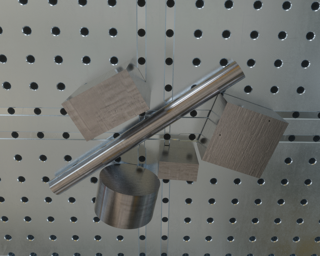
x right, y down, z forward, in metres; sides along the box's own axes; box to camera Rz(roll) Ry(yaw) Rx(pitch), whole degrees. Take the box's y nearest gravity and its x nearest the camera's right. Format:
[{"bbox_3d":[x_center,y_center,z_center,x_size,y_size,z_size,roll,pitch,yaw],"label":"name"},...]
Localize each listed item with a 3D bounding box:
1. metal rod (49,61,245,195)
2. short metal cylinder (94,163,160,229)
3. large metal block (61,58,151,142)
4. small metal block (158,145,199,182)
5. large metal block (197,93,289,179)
[{"bbox_3d":[-0.025,0.005,0.414,0.300,0.025,0.025,-32,107,11],"label":"metal rod"},{"bbox_3d":[-0.044,0.089,0.416,0.081,0.080,0.050,11,110,-5],"label":"short metal cylinder"},{"bbox_3d":[-0.059,-0.037,0.370,0.080,0.080,0.050,-27,108,9],"label":"large metal block"},{"bbox_3d":[0.023,0.047,0.418,0.050,0.050,0.025,5,110,-2],"label":"small metal block"},{"bbox_3d":[0.103,0.009,0.402,0.080,0.050,0.079,18,109,-7],"label":"large metal block"}]
